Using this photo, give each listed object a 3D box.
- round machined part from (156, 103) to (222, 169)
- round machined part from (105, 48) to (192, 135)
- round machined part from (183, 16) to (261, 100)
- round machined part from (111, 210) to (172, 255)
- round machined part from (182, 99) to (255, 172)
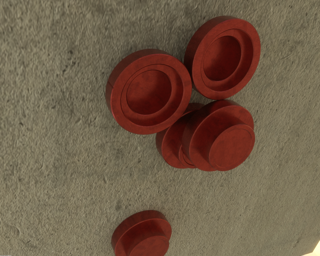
[{"bbox_3d":[0.047,0.018,0.432,0.099,0.042,0.097,-14,124,-21],"label":"round machined part"},{"bbox_3d":[-0.016,-0.044,0.359,0.099,0.042,0.097,-14,124,-21],"label":"round machined part"},{"bbox_3d":[0.071,-0.087,0.379,0.099,0.042,0.097,-15,124,-23],"label":"round machined part"},{"bbox_3d":[-0.024,0.183,0.496,0.099,0.042,0.097,-14,124,-21],"label":"round machined part"},{"bbox_3d":[0.081,0.016,0.395,0.099,0.042,0.097,-14,124,-21],"label":"round machined part"}]
